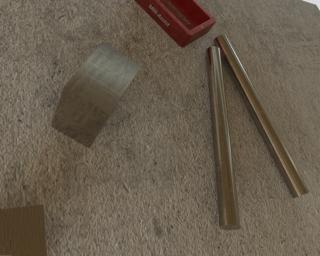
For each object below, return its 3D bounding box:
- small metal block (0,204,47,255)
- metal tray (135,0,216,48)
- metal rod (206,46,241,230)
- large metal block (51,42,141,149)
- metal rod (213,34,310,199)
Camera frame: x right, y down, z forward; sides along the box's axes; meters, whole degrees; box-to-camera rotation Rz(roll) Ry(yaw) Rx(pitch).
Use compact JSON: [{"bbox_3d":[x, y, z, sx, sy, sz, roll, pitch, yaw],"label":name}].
[{"bbox_3d":[-0.130,0.099,0.274,0.050,0.025,0.050,0,62,-29],"label":"small metal block"},{"bbox_3d":[0.026,-0.210,0.544,0.130,0.030,0.091,46,51,4],"label":"metal tray"},{"bbox_3d":[0.089,-0.005,0.456,0.025,0.025,0.299,15,56,-20],"label":"metal rod"},{"bbox_3d":[-0.073,-0.036,0.352,0.050,0.080,0.080,32,51,-8],"label":"large metal block"},{"bbox_3d":[0.159,-0.031,0.510,0.025,0.025,0.299,-8,66,-32],"label":"metal rod"}]
